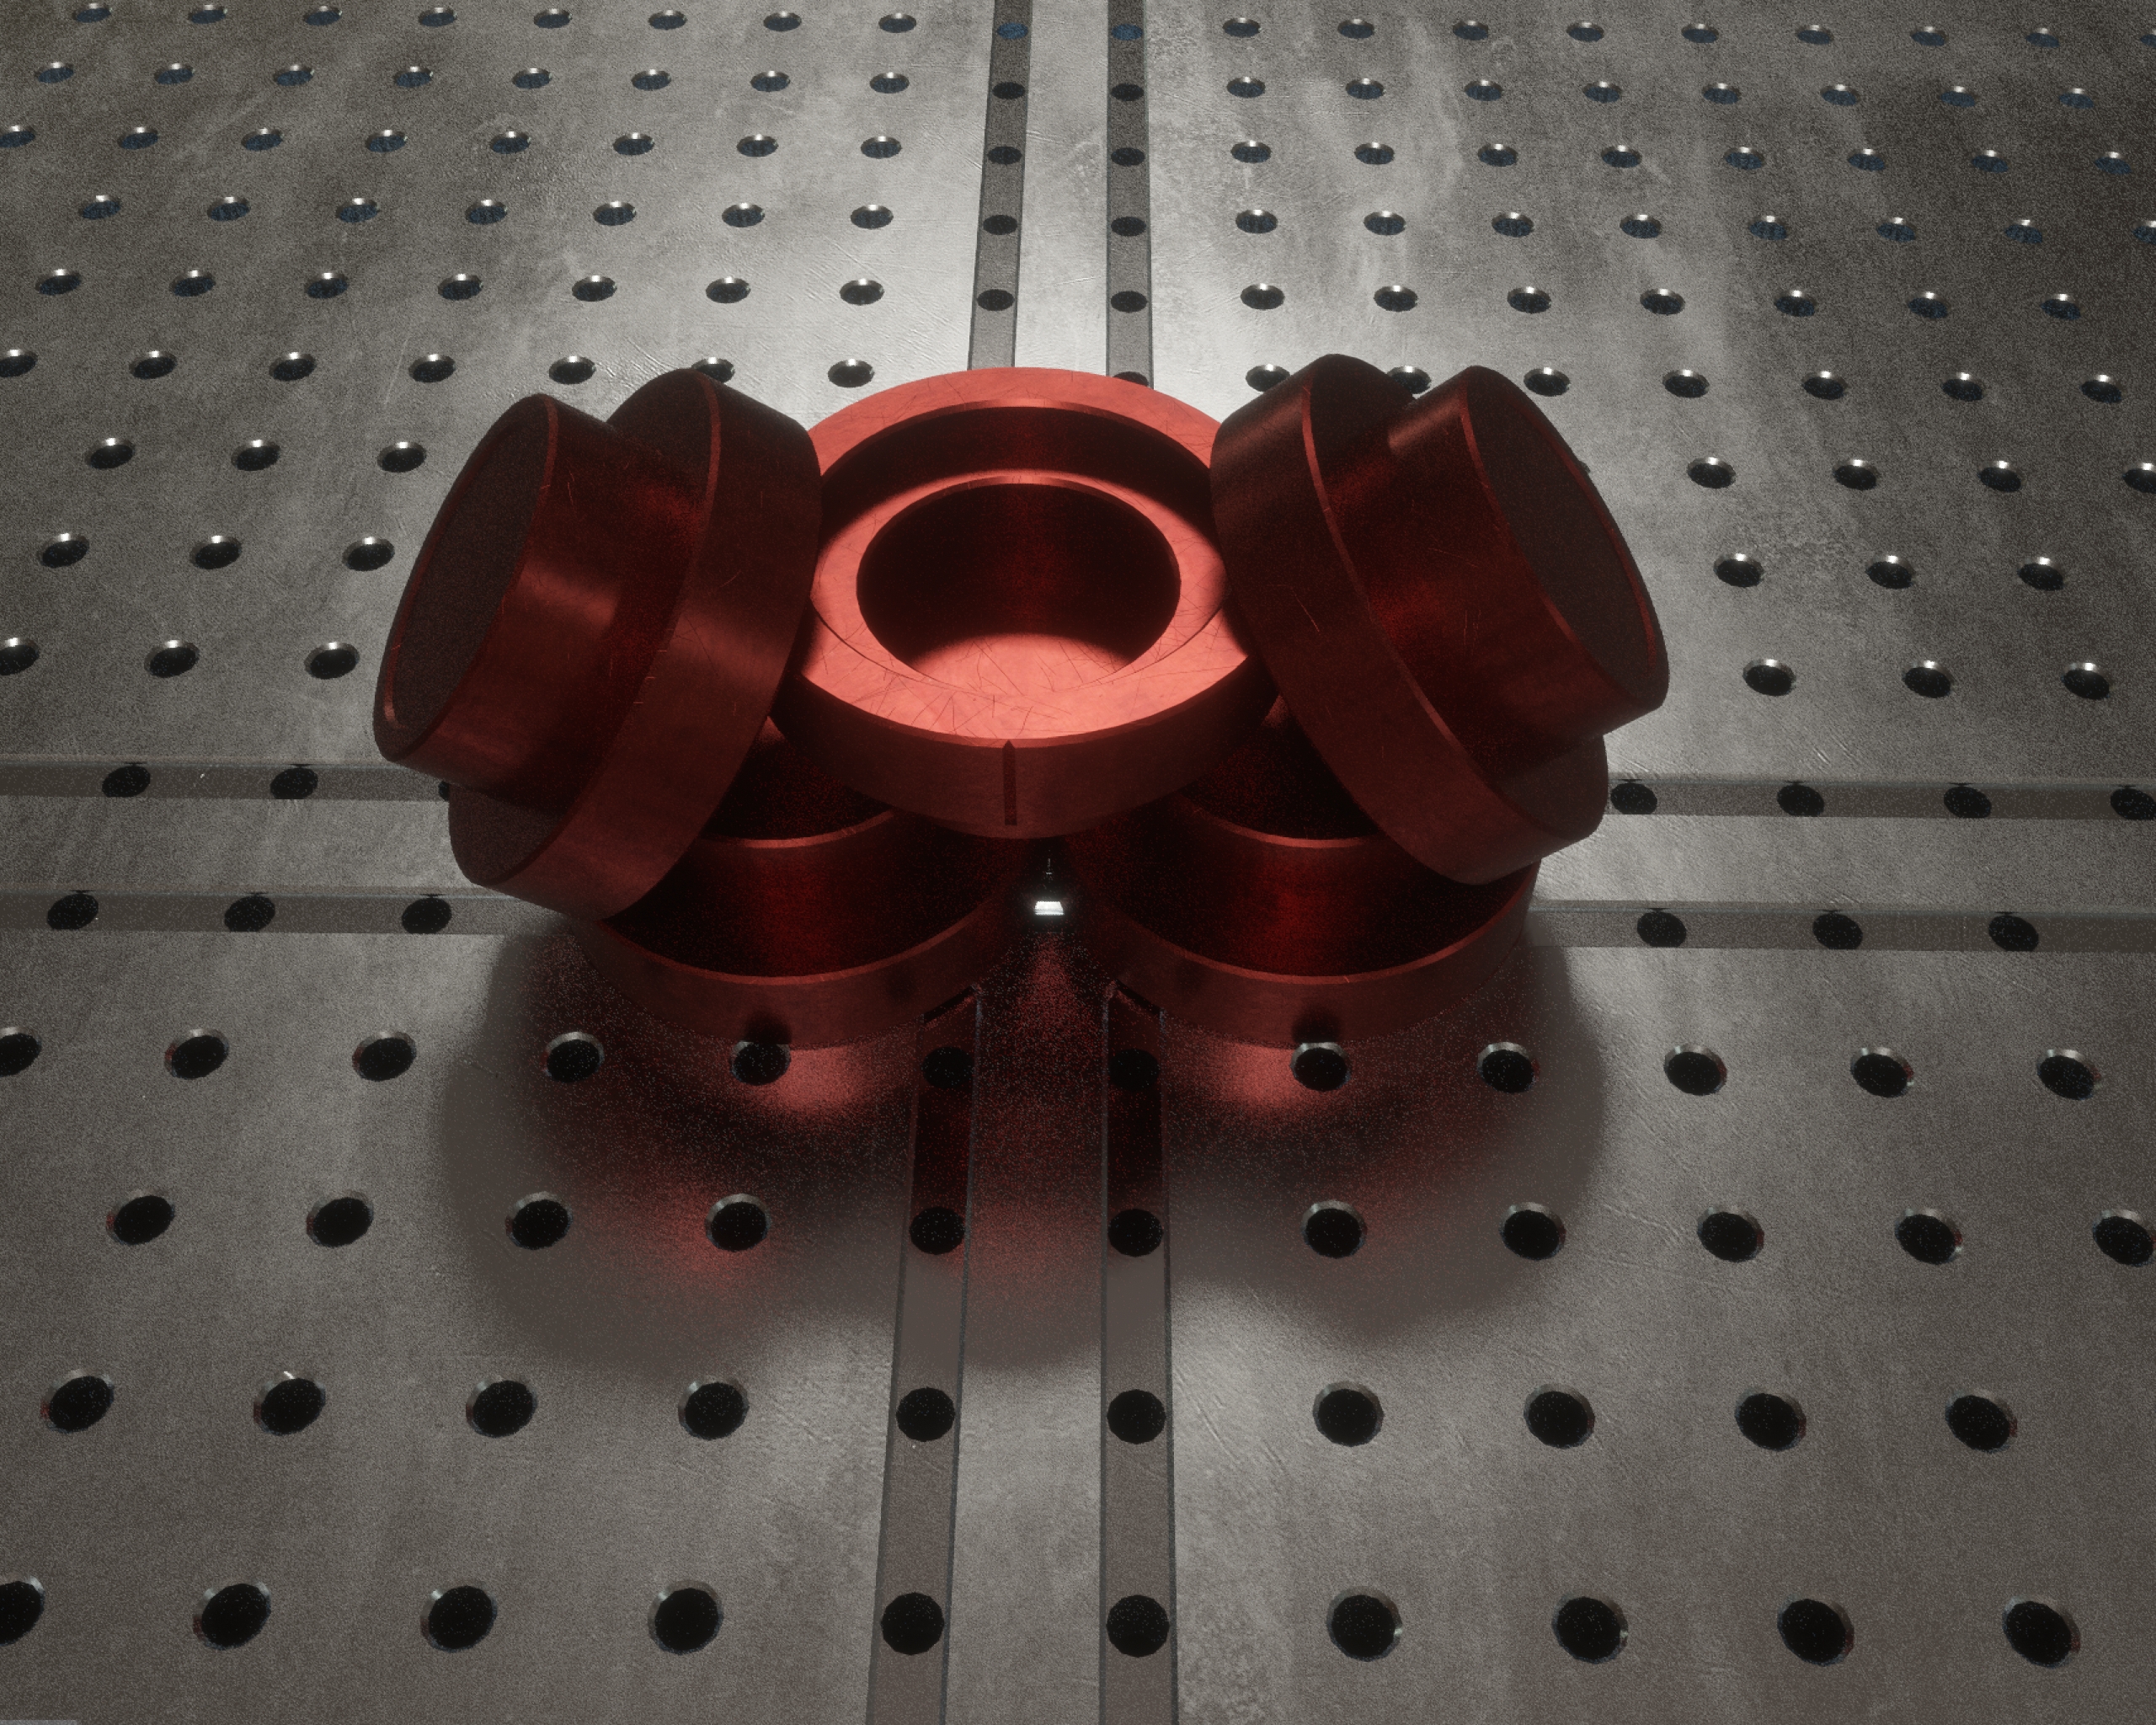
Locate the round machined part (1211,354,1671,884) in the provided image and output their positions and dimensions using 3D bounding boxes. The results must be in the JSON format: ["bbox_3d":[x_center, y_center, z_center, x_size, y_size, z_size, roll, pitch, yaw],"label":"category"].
[{"bbox_3d":[0.070,-0.049,0.372,0.042,0.098,0.098,-29,42,30],"label":"round machined part"}]

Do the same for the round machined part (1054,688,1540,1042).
[{"bbox_3d":[0.043,-0.016,0.410,0.099,0.042,0.098,0,50,0],"label":"round machined part"}]

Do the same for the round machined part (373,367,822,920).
[{"bbox_3d":[-0.089,-0.042,0.365,0.042,0.098,0.098,23,42,-32],"label":"round machined part"}]

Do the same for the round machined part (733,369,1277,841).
[{"bbox_3d":[-0.010,-0.043,0.376,0.099,0.042,0.098,0,50,0],"label":"round machined part"}]

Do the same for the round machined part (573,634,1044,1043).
[{"bbox_3d":[-0.055,-0.016,0.409,0.099,0.042,0.098,0,50,0],"label":"round machined part"}]
